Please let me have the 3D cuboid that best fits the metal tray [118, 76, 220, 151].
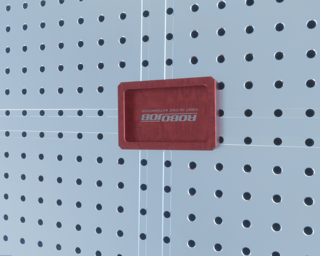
[{"bbox_3d":[0.010,-0.017,0.405,0.130,0.030,0.089,-1,90,19],"label":"metal tray"}]
